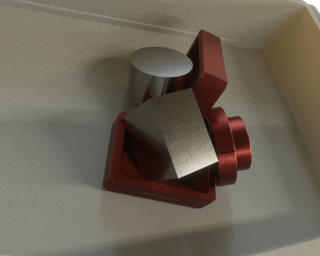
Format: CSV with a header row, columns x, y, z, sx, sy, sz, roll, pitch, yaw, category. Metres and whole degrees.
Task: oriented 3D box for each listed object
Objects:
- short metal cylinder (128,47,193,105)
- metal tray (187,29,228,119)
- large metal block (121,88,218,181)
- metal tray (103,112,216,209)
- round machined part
x,y,z,sx,sy,sz,roll,pitch,yaw,category
-0.001,-0.067,0.410,0.081,0.050,0.080,6,39,-4,short metal cylinder
0.047,-0.062,0.407,0.030,0.089,0.130,22,38,-12,metal tray
0.007,0.010,0.338,0.050,0.080,0.080,-18,87,-29,large metal block
0.003,0.040,0.378,0.131,0.030,0.090,16,55,-19,metal tray
0.083,0.021,0.386,0.042,0.098,0.098,-9,63,1,round machined part
